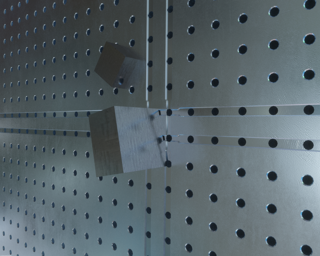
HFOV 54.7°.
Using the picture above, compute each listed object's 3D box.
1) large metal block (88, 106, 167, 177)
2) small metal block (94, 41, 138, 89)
[{"bbox_3d":[-0.041,0.018,0.407,0.050,0.081,0.080,-15,81,39],"label":"large metal block"},{"bbox_3d":[-0.067,-0.094,0.465,0.050,0.025,0.050,43,116,31],"label":"small metal block"}]
